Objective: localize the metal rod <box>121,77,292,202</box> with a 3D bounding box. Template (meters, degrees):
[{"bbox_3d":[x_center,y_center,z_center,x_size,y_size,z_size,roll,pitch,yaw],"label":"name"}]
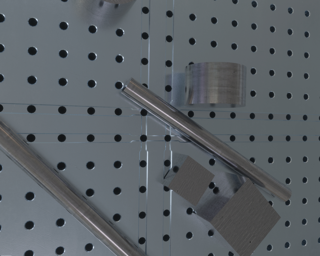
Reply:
[{"bbox_3d":[0.076,0.025,0.440,0.301,0.025,0.025,34,79,-17],"label":"metal rod"}]

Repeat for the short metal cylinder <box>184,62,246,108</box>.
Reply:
[{"bbox_3d":[0.073,-0.054,0.410,0.081,0.080,0.050,2,90,-20],"label":"short metal cylinder"}]

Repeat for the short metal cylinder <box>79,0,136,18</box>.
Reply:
[{"bbox_3d":[-0.061,-0.182,0.377,0.081,0.050,0.079,0,90,-20],"label":"short metal cylinder"}]

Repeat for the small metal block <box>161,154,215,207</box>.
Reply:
[{"bbox_3d":[0.039,0.071,0.427,0.050,0.025,0.050,38,78,-16],"label":"small metal block"}]

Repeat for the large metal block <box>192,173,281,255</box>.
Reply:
[{"bbox_3d":[0.109,0.123,0.440,0.080,0.050,0.080,-44,104,-15],"label":"large metal block"}]

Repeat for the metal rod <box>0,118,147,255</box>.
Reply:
[{"bbox_3d":[-0.094,0.101,0.378,0.025,0.025,0.300,-46,104,-14],"label":"metal rod"}]
